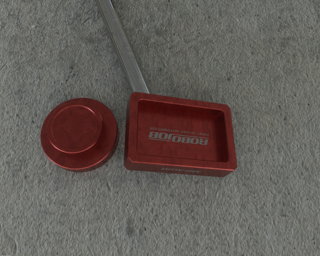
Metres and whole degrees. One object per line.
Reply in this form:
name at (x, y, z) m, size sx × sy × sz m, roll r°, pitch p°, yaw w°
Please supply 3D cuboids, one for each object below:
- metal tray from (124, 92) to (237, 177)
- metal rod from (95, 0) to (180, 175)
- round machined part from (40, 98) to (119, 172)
metal tray at (0.025, 0.009, 0.380) m, size 0.131 × 0.030 × 0.090 m, roll 7°, pitch 63°, yaw -14°
metal rod at (-0.037, -0.077, 0.435) m, size 0.025 × 0.025 × 0.299 m, roll -20°, pitch 71°, yaw -7°
round machined part at (-0.104, 0.005, 0.397) m, size 0.099 × 0.042 × 0.098 m, roll 0°, pitch 70°, yaw 0°
